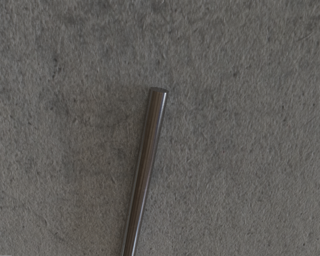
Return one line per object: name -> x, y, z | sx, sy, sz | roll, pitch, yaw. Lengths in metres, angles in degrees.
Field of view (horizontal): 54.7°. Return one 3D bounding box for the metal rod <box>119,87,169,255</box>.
metal rod -> -0.029, 0.089, 0.442 | 0.025, 0.025, 0.298 | 10, 110, -4
